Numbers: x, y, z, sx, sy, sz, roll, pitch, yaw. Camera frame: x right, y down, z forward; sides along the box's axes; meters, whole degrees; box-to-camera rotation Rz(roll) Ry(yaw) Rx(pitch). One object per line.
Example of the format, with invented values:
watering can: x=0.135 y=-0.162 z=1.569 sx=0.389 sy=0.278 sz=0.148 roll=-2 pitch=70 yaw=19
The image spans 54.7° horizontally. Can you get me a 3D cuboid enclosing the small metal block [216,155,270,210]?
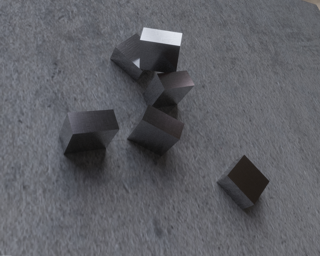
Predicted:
small metal block: x=0.114 y=0.073 z=0.423 sx=0.050 sy=0.025 sz=0.050 roll=48 pitch=51 yaw=5

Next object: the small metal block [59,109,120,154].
small metal block: x=-0.079 y=0.004 z=0.343 sx=0.050 sy=0.050 sz=0.025 roll=-6 pitch=65 yaw=-31

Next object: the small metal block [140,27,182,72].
small metal block: x=0.000 y=-0.101 z=0.410 sx=0.050 sy=0.050 sz=0.025 roll=9 pitch=55 yaw=1

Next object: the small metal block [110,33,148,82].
small metal block: x=-0.034 y=-0.103 z=0.449 sx=0.050 sy=0.025 sz=0.050 roll=42 pitch=51 yaw=0

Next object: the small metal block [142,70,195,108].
small metal block: x=0.011 y=-0.052 z=0.427 sx=0.050 sy=0.050 sz=0.025 roll=-13 pitch=69 yaw=-34

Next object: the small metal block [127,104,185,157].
small metal block: x=-0.006 y=0.004 z=0.383 sx=0.050 sy=0.050 sz=0.025 roll=28 pitch=52 yaw=-11
